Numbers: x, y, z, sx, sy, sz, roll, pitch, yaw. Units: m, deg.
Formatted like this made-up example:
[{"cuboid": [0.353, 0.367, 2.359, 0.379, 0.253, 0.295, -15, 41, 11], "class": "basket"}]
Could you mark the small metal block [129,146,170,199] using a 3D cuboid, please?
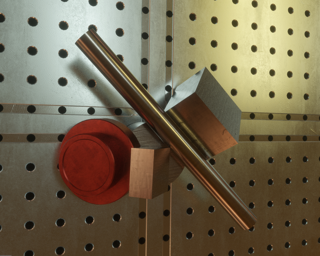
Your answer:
[{"cuboid": [-0.010, 0.046, 0.336, 0.025, 0.050, 0.050, 3, 89, 20], "class": "small metal block"}]

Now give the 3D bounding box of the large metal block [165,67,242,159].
[{"cuboid": [0.057, -0.020, 0.394, 0.080, 0.050, 0.080, 48, 32, -14], "class": "large metal block"}]

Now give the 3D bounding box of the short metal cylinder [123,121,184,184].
[{"cuboid": [-0.013, 0.031, 0.390, 0.081, 0.050, 0.079, 0, 90, -20], "class": "short metal cylinder"}]

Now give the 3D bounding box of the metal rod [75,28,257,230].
[{"cuboid": [0.017, 0.012, 0.362, 0.025, 0.025, 0.300, -45, 104, -14], "class": "metal rod"}]

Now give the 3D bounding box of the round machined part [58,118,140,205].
[{"cuboid": [-0.072, 0.038, 0.346, 0.098, 0.042, 0.097, 1, 94, 18], "class": "round machined part"}]
